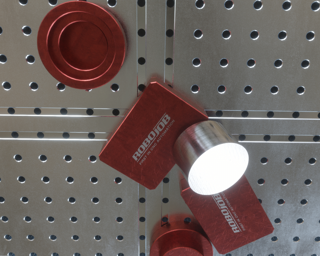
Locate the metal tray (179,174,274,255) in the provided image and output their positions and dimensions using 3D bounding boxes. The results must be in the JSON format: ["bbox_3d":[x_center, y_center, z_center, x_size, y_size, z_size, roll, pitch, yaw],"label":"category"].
[{"bbox_3d":[0.098,0.116,0.455,0.090,0.030,0.130,-29,108,9],"label":"metal tray"}]

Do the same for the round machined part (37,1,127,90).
[{"bbox_3d":[-0.088,-0.098,0.367,0.099,0.042,0.097,0,110,-1],"label":"round machined part"}]

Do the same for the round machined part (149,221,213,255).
[{"bbox_3d":[0.033,0.197,0.477,0.099,0.042,0.097,0,110,-1],"label":"round machined part"}]

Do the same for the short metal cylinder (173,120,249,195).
[{"bbox_3d":[0.063,0.037,0.391,0.081,0.050,0.079,-11,126,-16],"label":"short metal cylinder"}]

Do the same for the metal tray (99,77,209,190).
[{"bbox_3d":[-0.009,0.010,0.414,0.090,0.030,0.129,33,106,-12],"label":"metal tray"}]
